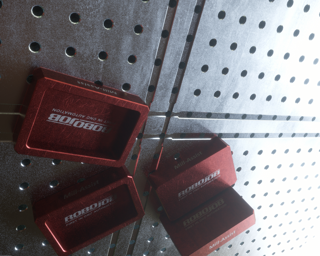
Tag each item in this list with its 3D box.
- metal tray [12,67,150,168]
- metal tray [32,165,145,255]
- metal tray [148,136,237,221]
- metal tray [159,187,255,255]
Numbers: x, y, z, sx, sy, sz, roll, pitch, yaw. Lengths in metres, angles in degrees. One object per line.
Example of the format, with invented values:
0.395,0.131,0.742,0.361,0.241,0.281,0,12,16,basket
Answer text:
-0.088,-0.006,0.357,0.131,0.030,0.089,14,111,-34,metal tray
-0.094,0.115,0.428,0.131,0.030,0.089,-24,127,-14,metal tray
0.055,0.081,0.490,0.131,0.030,0.090,-29,129,-10,metal tray
0.076,0.148,0.504,0.131,0.090,0.030,-29,129,-11,metal tray
